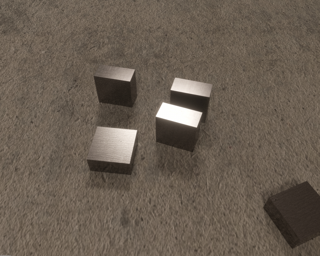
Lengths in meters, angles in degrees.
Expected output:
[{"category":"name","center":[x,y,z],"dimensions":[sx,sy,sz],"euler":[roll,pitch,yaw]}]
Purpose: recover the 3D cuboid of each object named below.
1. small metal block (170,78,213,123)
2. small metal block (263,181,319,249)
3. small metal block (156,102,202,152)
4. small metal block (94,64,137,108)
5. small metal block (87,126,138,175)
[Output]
[{"category":"small metal block","center":[0.041,-0.037,0.419],"dimensions":[0.050,0.050,0.025],"euler":[12,51,9]},{"category":"small metal block","center":[0.149,0.091,0.329],"dimensions":[0.050,0.025,0.050],"euler":[-18,53,-15]},{"category":"small metal block","center":[0.023,0.000,0.387],"dimensions":[0.050,0.050,0.025],"euler":[15,52,12]},{"category":"small metal block","center":[-0.061,-0.059,0.435],"dimensions":[0.050,0.050,0.025],"euler":[10,51,7]},{"category":"small metal block","center":[-0.057,0.027,0.380],"dimensions":[0.050,0.025,0.050],"euler":[6,50,4]}]
